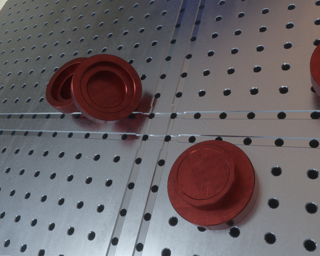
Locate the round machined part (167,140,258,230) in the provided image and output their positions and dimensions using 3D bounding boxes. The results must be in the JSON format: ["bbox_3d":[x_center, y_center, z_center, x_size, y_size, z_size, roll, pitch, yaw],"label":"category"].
[{"bbox_3d":[0.052,0.056,0.336,0.098,0.042,0.098,-13,56,21],"label":"round machined part"}]

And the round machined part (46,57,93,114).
[{"bbox_3d":[-0.134,-0.065,0.509,0.098,0.042,0.098,-13,56,21],"label":"round machined part"}]

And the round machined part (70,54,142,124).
[{"bbox_3d":[-0.079,-0.054,0.450,0.098,0.098,0.042,-67,14,-19],"label":"round machined part"}]

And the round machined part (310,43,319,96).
[{"bbox_3d":[0.211,-0.058,0.322,0.098,0.042,0.098,-13,56,21],"label":"round machined part"}]
